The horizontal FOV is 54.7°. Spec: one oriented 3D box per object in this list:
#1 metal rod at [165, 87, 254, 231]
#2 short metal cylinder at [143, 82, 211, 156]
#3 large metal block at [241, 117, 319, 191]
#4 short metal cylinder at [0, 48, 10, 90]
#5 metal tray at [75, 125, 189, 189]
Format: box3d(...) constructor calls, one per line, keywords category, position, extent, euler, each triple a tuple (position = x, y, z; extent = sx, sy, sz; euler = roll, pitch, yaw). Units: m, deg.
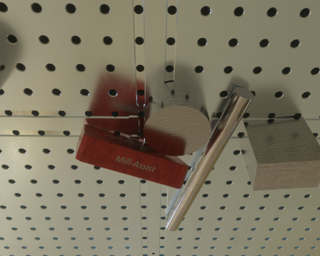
box3d(category="metal rod", position=(0.062, 0.067, 0.469), extent=(0.025, 0.025, 0.298), euler=(12, 129, -11))
box3d(category="short metal cylinder", position=(0.020, -0.011, 0.387), extent=(0.081, 0.050, 0.079), euler=(-1, 131, 0))
box3d(category="large metal block", position=(0.156, 0.032, 0.406), extent=(0.080, 0.080, 0.050), euler=(-4, 130, 3))
box3d(category="short metal cylinder", position=(-0.216, -0.061, 0.340), extent=(0.081, 0.050, 0.079), euler=(-1, 130, 0))
box3d(category="metal tray", position=(-0.038, 0.034, 0.396), extent=(0.131, 0.090, 0.030), euler=(19, 94, -16))
